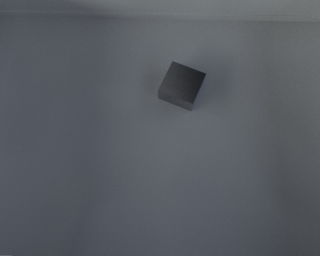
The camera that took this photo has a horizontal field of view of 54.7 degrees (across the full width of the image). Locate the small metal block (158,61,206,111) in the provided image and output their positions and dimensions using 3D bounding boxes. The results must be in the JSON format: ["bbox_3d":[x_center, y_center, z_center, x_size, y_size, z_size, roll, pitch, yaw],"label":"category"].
[{"bbox_3d":[0.030,-0.058,0.431,0.050,0.025,0.050,22,71,7],"label":"small metal block"}]
